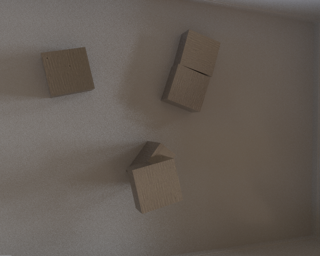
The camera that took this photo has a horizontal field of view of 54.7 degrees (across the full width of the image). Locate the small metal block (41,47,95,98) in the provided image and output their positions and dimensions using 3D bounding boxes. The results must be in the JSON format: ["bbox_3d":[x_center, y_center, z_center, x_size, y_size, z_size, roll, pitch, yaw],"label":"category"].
[{"bbox_3d":[-0.110,-0.066,0.370,0.050,0.025,0.050,-14,95,-20],"label":"small metal block"}]

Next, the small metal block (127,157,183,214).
[{"bbox_3d":[-0.006,0.064,0.356,0.050,0.025,0.050,-14,95,-20],"label":"small metal block"}]

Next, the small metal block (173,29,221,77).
[{"bbox_3d":[0.051,-0.101,0.430,0.050,0.025,0.050,17,84,-20],"label":"small metal block"}]

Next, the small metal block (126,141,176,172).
[{"bbox_3d":[-0.013,0.045,0.394,0.025,0.050,0.050,39,77,-16],"label":"small metal block"}]

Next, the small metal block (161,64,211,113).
[{"bbox_3d":[0.035,-0.053,0.425,0.050,0.025,0.050,20,83,-19],"label":"small metal block"}]
